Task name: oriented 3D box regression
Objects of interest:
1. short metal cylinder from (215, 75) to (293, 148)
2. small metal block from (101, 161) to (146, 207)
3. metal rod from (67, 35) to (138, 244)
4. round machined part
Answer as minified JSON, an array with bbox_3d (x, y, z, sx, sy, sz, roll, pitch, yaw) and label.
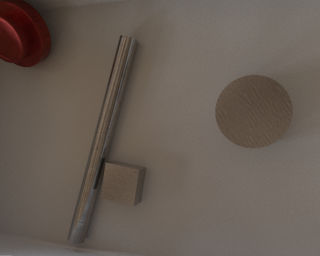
[{"bbox_3d":[0.109,-0.018,0.359,0.080,0.050,0.079,0,90,19],"label":"short metal cylinder"},{"bbox_3d":[-0.050,0.075,0.427,0.050,0.025,0.050,10,93,19],"label":"small metal block"},{"bbox_3d":[-0.083,0.020,0.438,0.025,0.025,0.298,17,96,19],"label":"metal rod"},{"bbox_3d":[-0.213,-0.134,0.451,0.098,0.042,0.097,13,127,18],"label":"round machined part"}]
